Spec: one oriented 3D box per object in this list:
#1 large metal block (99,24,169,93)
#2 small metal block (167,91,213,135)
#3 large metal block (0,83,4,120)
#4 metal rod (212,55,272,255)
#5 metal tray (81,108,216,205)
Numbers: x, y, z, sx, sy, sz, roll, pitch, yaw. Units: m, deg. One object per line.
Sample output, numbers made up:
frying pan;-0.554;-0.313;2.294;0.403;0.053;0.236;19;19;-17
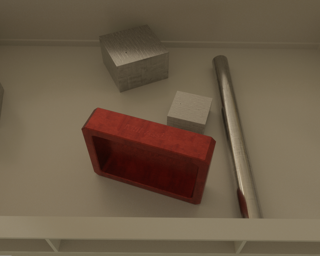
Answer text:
large metal block;-0.040;-0.110;0.480;0.081;0.050;0.080;-19;53;-16
small metal block;0.041;-0.020;0.423;0.050;0.025;0.050;13;51;10
large metal block;-0.250;-0.049;0.407;0.050;0.080;0.080;-10;51;-9
metal rod;0.096;0.008;0.399;0.025;0.025;0.300;0;50;0
metal tray;-0.012;0.032;0.335;0.131;0.089;0.030;15;52;11
